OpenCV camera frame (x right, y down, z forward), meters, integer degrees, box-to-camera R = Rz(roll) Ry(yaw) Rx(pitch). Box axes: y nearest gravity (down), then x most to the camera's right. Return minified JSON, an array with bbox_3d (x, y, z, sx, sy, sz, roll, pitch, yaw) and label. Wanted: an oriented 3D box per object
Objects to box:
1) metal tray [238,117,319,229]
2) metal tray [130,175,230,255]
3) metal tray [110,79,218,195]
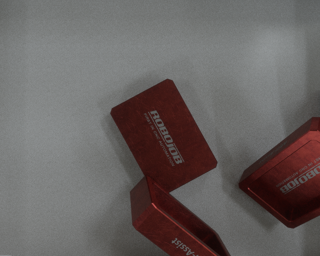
[{"bbox_3d":[0.170,0.058,0.369,0.090,0.030,0.129,39,132,2],"label":"metal tray"},{"bbox_3d":[0.025,0.118,0.356,0.130,0.090,0.030,41,94,-13],"label":"metal tray"},{"bbox_3d":[0.005,0.013,0.409,0.090,0.030,0.130,-29,90,-1],"label":"metal tray"}]
